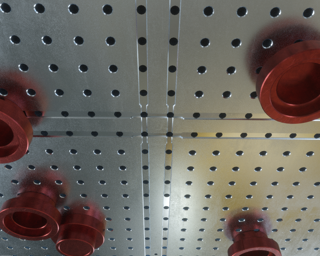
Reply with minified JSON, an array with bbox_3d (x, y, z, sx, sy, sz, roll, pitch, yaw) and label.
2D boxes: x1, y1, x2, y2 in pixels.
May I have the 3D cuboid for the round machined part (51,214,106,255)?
[{"bbox_3d":[-0.153,0.204,0.573,0.099,0.042,0.097,0,130,0],"label":"round machined part"}]

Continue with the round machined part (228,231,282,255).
[{"bbox_3d":[0.181,0.237,0.603,0.099,0.042,0.097,0,130,0],"label":"round machined part"}]

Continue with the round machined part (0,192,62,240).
[{"bbox_3d":[-0.216,0.145,0.522,0.099,0.042,0.097,0,130,0],"label":"round machined part"}]

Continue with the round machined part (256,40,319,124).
[{"bbox_3d":[0.159,-0.055,0.355,0.099,0.042,0.097,0,130,0],"label":"round machined part"}]

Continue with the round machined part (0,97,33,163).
[{"bbox_3d":[-0.213,-0.003,0.396,0.099,0.042,0.097,0,130,0],"label":"round machined part"}]
